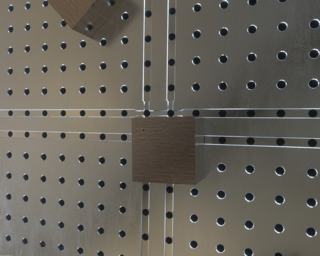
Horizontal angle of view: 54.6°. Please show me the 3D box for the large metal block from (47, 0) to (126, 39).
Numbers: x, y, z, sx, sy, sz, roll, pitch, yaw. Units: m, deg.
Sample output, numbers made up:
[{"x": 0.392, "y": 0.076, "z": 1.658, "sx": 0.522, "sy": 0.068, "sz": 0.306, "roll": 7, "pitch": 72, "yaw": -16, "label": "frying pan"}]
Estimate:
[{"x": -0.107, "y": -0.189, "z": 0.438, "sx": 0.080, "sy": 0.050, "sz": 0.080, "roll": -44, "pitch": 76, "yaw": 15, "label": "large metal block"}]

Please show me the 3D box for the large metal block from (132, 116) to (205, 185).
[{"x": 0.012, "y": 0.026, "z": 0.396, "sx": 0.080, "sy": 0.050, "sz": 0.080, "roll": -1, "pitch": 90, "yaw": 20, "label": "large metal block"}]
